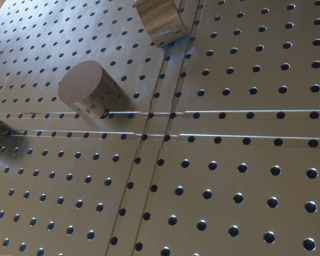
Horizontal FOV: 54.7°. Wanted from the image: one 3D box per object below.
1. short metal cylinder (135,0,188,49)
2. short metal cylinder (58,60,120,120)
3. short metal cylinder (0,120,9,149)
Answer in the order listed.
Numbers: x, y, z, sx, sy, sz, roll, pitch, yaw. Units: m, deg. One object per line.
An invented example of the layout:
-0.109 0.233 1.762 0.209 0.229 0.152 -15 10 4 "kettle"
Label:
0.003 -0.170 0.476 0.050 0.080 0.080 -24 53 14 "short metal cylinder"
-0.111 -0.059 0.487 0.080 0.050 0.080 -13 56 21 "short metal cylinder"
-0.323 0.011 0.555 0.080 0.050 0.080 -13 56 21 "short metal cylinder"
